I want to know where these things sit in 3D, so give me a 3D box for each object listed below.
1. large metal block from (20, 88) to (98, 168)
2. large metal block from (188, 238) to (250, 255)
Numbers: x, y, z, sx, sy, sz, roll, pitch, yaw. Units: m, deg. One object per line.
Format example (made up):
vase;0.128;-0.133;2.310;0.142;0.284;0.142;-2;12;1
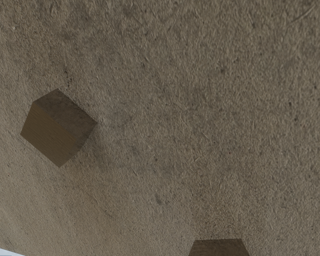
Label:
large metal block;-0.155;0.001;0.473;0.080;0.050;0.080;41;129;0
large metal block;0.097;0.220;0.475;0.080;0.050;0.080;-17;110;35
